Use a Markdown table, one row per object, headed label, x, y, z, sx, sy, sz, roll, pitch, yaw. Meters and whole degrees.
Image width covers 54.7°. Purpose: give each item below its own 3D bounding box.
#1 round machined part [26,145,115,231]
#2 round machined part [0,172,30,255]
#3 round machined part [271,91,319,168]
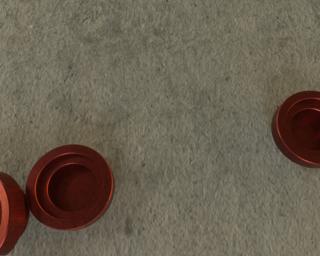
| label | x | y | z | sx | sy | sz | roll | pitch | yaw |
| --- | --- | --- | --- | --- | --- | --- | --- | --- | --- |
| round machined part | -0.103 | 0.072 | 0.371 | 0.099 | 0.042 | 0.098 | 0 | 70 | -1 |
| round machined part | -0.188 | 0.098 | 0.348 | 0.098 | 0.042 | 0.098 | -4 | 78 | 22 |
| round machined part | 0.193 | 0.004 | 0.400 | 0.099 | 0.042 | 0.098 | 0 | 70 | -1 |
